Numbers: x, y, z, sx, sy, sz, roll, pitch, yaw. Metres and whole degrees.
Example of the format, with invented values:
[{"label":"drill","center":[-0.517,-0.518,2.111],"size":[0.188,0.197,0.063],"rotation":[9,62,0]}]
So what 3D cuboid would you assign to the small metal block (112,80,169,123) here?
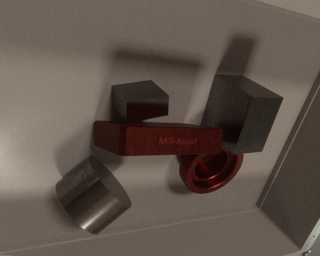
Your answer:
[{"label":"small metal block","center":[-0.024,-0.032,0.361],"size":[0.050,0.050,0.025],"rotation":[-12,124,-22]}]

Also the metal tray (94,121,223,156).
[{"label":"metal tray","center":[-0.002,0.010,0.370],"size":[0.131,0.090,0.030],"rotation":[1,94,-30]}]

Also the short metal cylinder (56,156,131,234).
[{"label":"short metal cylinder","center":[-0.080,0.081,0.381],"size":[0.050,0.080,0.080],"rotation":[-40,130,-2]}]

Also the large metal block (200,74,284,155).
[{"label":"large metal block","center":[0.107,-0.021,0.421],"size":[0.050,0.080,0.079],"rotation":[-2,119,-28]}]

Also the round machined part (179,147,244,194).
[{"label":"round machined part","center":[0.073,0.049,0.467],"size":[0.099,0.042,0.097],"rotation":[-14,128,-19]}]
